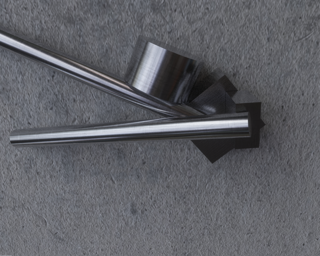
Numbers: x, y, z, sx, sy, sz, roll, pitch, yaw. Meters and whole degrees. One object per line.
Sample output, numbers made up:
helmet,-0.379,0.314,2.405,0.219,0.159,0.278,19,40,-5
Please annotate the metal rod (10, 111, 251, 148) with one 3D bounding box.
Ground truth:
metal rod,-0.052,0.005,0.355,0.301,0.025,0.025,-4,112,23

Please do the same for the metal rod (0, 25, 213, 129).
metal rod,-0.076,-0.059,0.358,0.301,0.025,0.025,23,109,3

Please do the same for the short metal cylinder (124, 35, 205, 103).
short metal cylinder,0.005,-0.068,0.358,0.080,0.080,0.050,20,109,-8

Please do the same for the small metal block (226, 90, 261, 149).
small metal block,0.090,-0.011,0.339,0.025,0.050,0.050,-4,110,2

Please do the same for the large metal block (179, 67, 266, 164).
large metal block,0.070,-0.016,0.391,0.080,0.050,0.080,-39,105,14
